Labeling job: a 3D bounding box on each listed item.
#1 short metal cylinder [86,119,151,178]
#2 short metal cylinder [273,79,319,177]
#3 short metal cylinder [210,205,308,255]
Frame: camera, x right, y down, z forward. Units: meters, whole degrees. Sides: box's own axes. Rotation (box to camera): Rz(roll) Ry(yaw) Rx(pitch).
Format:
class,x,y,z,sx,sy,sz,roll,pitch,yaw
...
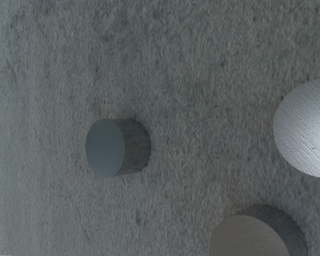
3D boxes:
class,x,y,z,sx,sy,sz,roll,pitch,yaw
short metal cylinder,-0.059,0.027,0.435,0.080,0.050,0.079,0,90,39
short metal cylinder,0.147,0.000,0.267,0.080,0.050,0.079,0,90,39
short metal cylinder,0.097,0.121,0.307,0.080,0.050,0.079,0,90,39
